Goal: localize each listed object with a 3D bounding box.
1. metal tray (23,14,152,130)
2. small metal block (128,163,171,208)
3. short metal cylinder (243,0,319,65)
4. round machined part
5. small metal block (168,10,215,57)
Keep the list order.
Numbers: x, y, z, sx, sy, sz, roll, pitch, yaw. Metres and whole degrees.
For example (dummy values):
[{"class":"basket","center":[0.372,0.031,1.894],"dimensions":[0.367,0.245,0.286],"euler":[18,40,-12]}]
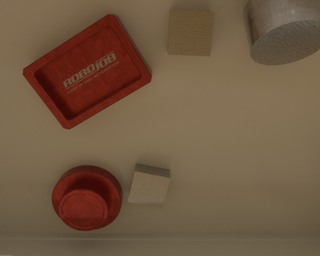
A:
[{"class":"metal tray","center":[-0.086,-0.067,0.382],"dimensions":[0.130,0.030,0.090],"euler":[-29,108,10]},{"class":"small metal block","center":[-0.015,0.082,0.441],"dimensions":[0.050,0.025,0.050],"euler":[12,110,-5]},{"class":"short metal cylinder","center":[0.135,-0.111,0.336],"dimensions":[0.080,0.080,0.050],"euler":[-5,70,1]},{"class":"round machined part","center":[-0.105,0.106,0.440],"dimensions":[0.099,0.042,0.097],"euler":[0,110,-1]},{"class":"small metal block","center":[0.036,-0.113,0.370],"dimensions":[0.050,0.025,0.050],"euler":[2,110,-1]}]
